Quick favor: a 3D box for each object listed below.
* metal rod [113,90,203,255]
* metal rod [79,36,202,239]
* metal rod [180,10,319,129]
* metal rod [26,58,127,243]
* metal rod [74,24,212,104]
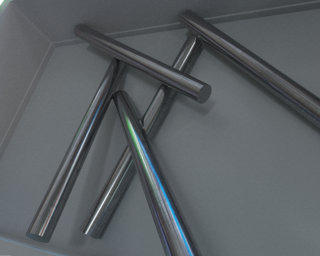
[{"bbox_3d":[-0.018,0.028,0.336,0.025,0.025,0.300,-35,33,4],"label":"metal rod"},{"bbox_3d":[-0.017,0.000,0.413,0.025,0.025,0.300,17,70,34],"label":"metal rod"},{"bbox_3d":[0.119,-0.073,0.379,0.025,0.025,0.300,-40,54,0],"label":"metal rod"},{"bbox_3d":[-0.095,0.001,0.414,0.025,0.025,0.300,-6,47,25],"label":"metal rod"},{"bbox_3d":[-0.045,-0.107,0.460,0.300,0.025,0.025,34,81,38],"label":"metal rod"}]
